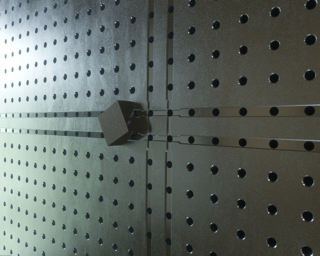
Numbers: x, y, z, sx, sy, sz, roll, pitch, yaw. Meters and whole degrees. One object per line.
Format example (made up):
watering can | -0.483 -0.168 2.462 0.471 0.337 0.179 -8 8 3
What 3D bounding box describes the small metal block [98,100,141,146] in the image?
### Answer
small metal block | -0.061 -0.007 0.461 0.050 0.025 0.050 -34 69 35
